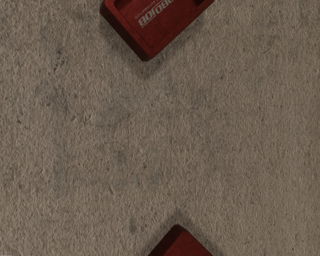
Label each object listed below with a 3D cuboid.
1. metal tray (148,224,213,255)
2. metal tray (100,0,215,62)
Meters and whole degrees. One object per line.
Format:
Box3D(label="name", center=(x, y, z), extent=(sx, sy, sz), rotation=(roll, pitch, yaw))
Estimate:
Box3D(label="metal tray", center=(0.041, 0.209, 0.423), extent=(0.090, 0.030, 0.130), rotation=(-46, 105, -14))
Box3D(label="metal tray", center=(-0.001, -0.162, 0.406), extent=(0.130, 0.030, 0.090), rotation=(-46, 105, -15))
